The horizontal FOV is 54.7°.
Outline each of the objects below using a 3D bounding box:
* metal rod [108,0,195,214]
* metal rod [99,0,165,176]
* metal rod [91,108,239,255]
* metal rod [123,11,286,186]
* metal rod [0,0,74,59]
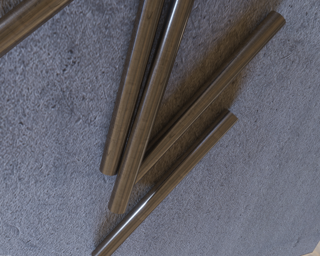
[{"bbox_3d":[-0.012,-0.029,0.367,0.025,0.025,0.298,7,110,-32],"label":"metal rod"},{"bbox_3d":[-0.025,-0.076,0.345,0.025,0.025,0.298,3,117,-30],"label":"metal rod"},{"bbox_3d":[0.005,0.090,0.464,0.300,0.025,0.025,-48,129,5],"label":"metal rod"},{"bbox_3d":[0.052,-0.033,0.414,0.300,0.025,0.025,-47,129,5],"label":"metal rod"},{"bbox_3d":[-0.133,-0.088,0.278,0.300,0.025,0.025,-39,129,-2],"label":"metal rod"}]
